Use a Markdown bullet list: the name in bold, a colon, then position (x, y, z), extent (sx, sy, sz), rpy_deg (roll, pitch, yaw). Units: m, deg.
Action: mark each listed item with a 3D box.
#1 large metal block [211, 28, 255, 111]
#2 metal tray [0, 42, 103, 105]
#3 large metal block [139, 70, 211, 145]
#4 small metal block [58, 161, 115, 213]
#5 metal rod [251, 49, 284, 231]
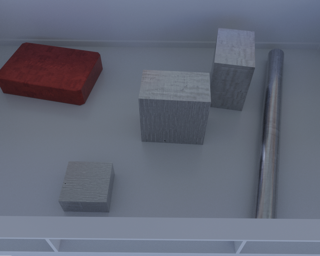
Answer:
- **large metal block**: position (0.100, -0.083, 0.440), extent (0.050, 0.080, 0.080), rpy_deg (8, 51, 6)
- **metal tray**: position (-0.165, -0.085, 0.471), extent (0.131, 0.030, 0.090), rpy_deg (10, 51, 7)
- **large metal block**: position (0.018, -0.024, 0.390), extent (0.080, 0.080, 0.050), rpy_deg (3, 50, 2)
- **small metal block**: position (-0.080, 0.066, 0.349), extent (0.050, 0.025, 0.050), rpy_deg (1, 50, 0)
- **metal rod**: position (0.149, -0.009, 0.414), extent (0.025, 0.025, 0.300), rpy_deg (13, 51, 10)
